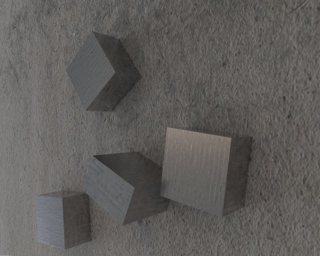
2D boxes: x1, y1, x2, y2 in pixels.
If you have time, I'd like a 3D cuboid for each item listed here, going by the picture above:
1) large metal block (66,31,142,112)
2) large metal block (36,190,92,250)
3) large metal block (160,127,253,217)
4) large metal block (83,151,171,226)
[{"bbox_3d":[-0.085,-0.081,0.459,0.080,0.050,0.080,-45,63,31],"label":"large metal block"},{"bbox_3d":[-0.164,0.152,0.524,0.080,0.050,0.080,-6,86,40],"label":"large metal block"},{"bbox_3d":[0.051,0.044,0.347,0.080,0.050,0.079,10,96,39],"label":"large metal block"},{"bbox_3d":[-0.038,0.073,0.400,0.080,0.081,0.050,29,108,36],"label":"large metal block"}]
